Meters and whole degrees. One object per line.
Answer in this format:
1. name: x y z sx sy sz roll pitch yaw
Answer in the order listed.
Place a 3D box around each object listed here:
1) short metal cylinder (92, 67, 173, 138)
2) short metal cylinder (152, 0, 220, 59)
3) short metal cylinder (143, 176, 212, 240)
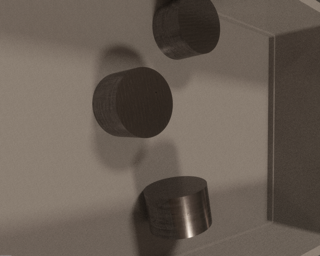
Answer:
1. short metal cylinder: -0.031 -0.029 0.366 0.081 0.050 0.079 0 90 -40
2. short metal cylinder: 0.037 -0.137 0.423 0.081 0.050 0.079 0 90 -40
3. short metal cylinder: 0.023 0.098 0.392 0.081 0.080 0.050 -15 100 -39
